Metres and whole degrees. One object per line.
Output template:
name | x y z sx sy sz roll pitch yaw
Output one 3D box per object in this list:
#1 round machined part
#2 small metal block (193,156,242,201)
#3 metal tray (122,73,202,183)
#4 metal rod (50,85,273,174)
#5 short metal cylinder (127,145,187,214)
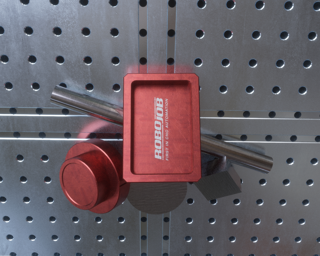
round machined part | -0.090 0.066 0.399 0.098 0.042 0.097 9 107 31
small metal block | 0.078 0.070 0.424 0.050 0.025 0.050 -21 126 24
metal tray | 0.002 0.000 0.375 0.091 0.030 0.129 0 81 -1
metal rod | 0.008 0.005 0.411 0.302 0.025 0.025 18 109 -7
short metal cylinder | -0.005 0.069 0.421 0.081 0.050 0.079 0 110 0
